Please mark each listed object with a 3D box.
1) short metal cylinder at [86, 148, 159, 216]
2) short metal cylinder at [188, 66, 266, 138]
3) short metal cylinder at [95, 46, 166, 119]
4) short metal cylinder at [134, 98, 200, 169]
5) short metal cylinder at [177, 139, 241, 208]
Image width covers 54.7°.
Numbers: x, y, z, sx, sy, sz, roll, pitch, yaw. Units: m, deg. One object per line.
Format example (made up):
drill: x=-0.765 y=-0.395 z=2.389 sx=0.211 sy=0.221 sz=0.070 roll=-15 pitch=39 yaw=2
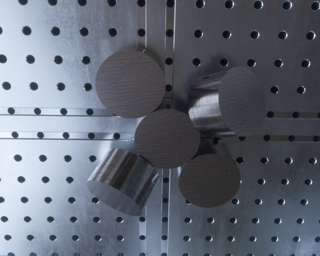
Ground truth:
short metal cylinder: x=-0.048 y=0.071 z=0.404 sx=0.080 sy=0.050 sz=0.080 roll=21 pitch=147 yaw=15
short metal cylinder: x=0.080 y=-0.029 z=0.369 sx=0.081 sy=0.050 sz=0.080 roll=3 pitch=85 yaw=-35
short metal cylinder: x=-0.034 y=-0.057 z=0.378 sx=0.081 sy=0.050 sz=0.079 roll=0 pitch=110 yaw=-1
short metal cylinder: x=0.009 y=0.006 z=0.402 sx=0.081 sy=0.050 sz=0.079 roll=0 pitch=110 yaw=-1
short metal cylinder: x=0.064 y=0.061 z=0.423 sx=0.081 sy=0.050 sz=0.079 roll=0 pitch=110 yaw=-1
